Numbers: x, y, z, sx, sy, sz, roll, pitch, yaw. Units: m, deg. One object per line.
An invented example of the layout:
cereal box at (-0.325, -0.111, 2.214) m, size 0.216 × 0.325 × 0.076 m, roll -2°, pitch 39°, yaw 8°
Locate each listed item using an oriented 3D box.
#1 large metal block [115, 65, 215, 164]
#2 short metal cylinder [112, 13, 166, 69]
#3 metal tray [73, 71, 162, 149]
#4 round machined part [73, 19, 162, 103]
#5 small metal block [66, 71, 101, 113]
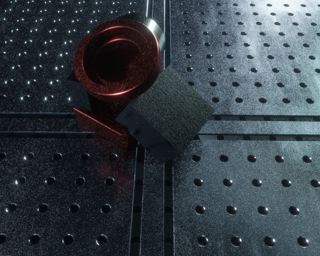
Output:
large metal block at (0.007, -0.016, 0.381) m, size 0.080 × 0.050 × 0.080 m, roll 44°, pitch 57°, yaw -5°
short metal cylinder at (-0.037, -0.106, 0.421) m, size 0.080 × 0.080 × 0.050 m, roll 10°, pitch 51°, yaw 8°
metal tray at (-0.044, -0.040, 0.438) m, size 0.090 × 0.030 × 0.131 m, roll 28°, pitch 55°, yaw 21°
round machined part at (-0.046, -0.074, 0.361) m, size 0.098 × 0.042 × 0.098 m, roll -4°, pitch 70°, yaw 10°
small metal block at (-0.091, -0.057, 0.397) m, size 0.025 × 0.050 × 0.050 m, roll 15°, pitch 52°, yaw 12°
